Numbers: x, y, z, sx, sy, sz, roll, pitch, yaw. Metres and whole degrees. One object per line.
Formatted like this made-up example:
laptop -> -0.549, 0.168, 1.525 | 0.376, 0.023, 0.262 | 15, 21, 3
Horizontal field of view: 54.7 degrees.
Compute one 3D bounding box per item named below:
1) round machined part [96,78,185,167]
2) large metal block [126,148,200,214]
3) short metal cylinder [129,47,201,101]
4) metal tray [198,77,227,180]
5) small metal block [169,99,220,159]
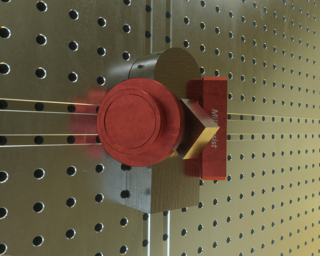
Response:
round machined part -> -0.025, -0.006, 0.335 | 0.042, 0.098, 0.097 | 4, 87, -73
large metal block -> 0.005, 0.059, 0.397 | 0.081, 0.050, 0.080 | 3, 88, -40
short metal cylinder -> 0.008, -0.059, 0.398 | 0.081, 0.050, 0.080 | 0, 90, -40
metal tray -> 0.070, 0.001, 0.427 | 0.030, 0.090, 0.129 | 1, 89, 3
small metal block -> 0.034, 0.001, 0.366 | 0.025, 0.050, 0.050 | 0, 133, -43
